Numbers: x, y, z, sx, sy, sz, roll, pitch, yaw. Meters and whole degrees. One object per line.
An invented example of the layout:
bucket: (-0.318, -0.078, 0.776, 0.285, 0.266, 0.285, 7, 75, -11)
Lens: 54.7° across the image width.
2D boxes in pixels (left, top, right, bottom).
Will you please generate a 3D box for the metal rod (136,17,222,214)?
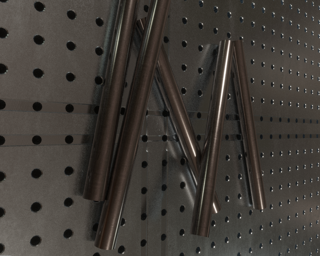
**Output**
metal rod: (0.031, -0.007, 0.437, 0.025, 0.025, 0.298, -34, 111, -35)

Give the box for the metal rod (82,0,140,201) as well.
metal rod: (-0.051, -0.066, 0.367, 0.025, 0.025, 0.298, 15, 80, -39)

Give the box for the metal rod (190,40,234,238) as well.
metal rod: (0.080, 0.002, 0.452, 0.025, 0.025, 0.299, 28, 65, -37)

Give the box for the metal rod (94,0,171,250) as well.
metal rod: (-0.031, -0.009, 0.366, 0.025, 0.025, 0.298, 15, 86, -39)

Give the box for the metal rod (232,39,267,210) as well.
metal rod: (0.154, -0.001, 0.540, 0.025, 0.025, 0.298, -19, 102, -39)
